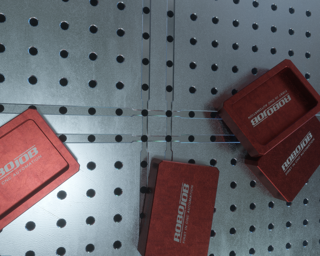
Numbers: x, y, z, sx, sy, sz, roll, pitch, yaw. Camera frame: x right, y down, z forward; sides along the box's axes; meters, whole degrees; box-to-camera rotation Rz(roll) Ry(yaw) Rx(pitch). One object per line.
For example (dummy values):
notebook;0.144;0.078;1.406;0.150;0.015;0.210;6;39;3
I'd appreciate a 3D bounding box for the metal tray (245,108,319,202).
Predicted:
metal tray;0.205;0.038;0.485;0.130;0.030;0.090;-46;104;-14

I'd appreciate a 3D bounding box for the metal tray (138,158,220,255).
metal tray;0.026;0.111;0.419;0.091;0.030;0.129;10;87;-20

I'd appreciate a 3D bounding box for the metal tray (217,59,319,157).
metal tray;0.161;-0.030;0.450;0.131;0.030;0.090;-34;83;-13

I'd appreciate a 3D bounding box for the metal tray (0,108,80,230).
metal tray;-0.170;0.049;0.347;0.131;0.030;0.090;-38;102;-16
